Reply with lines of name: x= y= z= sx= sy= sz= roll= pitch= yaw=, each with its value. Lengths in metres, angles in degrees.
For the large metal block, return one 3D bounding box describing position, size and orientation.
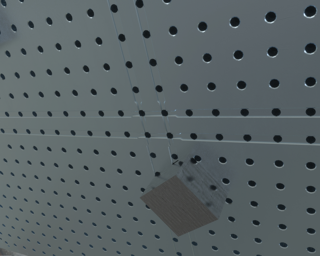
large metal block: x=0.033 y=0.096 z=0.436 sx=0.080 sy=0.050 sz=0.080 roll=46 pitch=129 yaw=-5
